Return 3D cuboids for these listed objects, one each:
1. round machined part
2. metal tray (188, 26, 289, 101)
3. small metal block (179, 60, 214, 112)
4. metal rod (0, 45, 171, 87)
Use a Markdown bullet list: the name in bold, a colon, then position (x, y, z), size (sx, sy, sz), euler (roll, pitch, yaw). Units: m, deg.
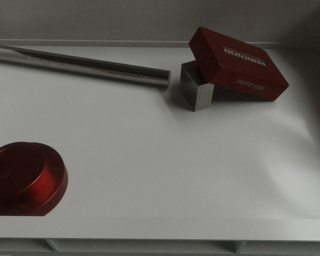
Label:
- **round machined part**: position (-0.158, 0.054, 0.347), size (0.099, 0.042, 0.098), euler (0, 50, 0)
- **metal tray**: position (0.113, -0.091, 0.444), size (0.131, 0.030, 0.090), euler (9, 45, -28)
- **small metal block**: position (0.051, -0.060, 0.440), size (0.025, 0.050, 0.050), euler (-18, 53, -15)
- **metal rod**: position (-0.133, -0.100, 0.487), size (0.302, 0.025, 0.025), euler (10, 51, 8)
